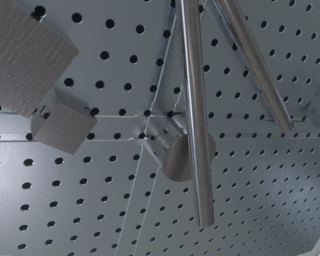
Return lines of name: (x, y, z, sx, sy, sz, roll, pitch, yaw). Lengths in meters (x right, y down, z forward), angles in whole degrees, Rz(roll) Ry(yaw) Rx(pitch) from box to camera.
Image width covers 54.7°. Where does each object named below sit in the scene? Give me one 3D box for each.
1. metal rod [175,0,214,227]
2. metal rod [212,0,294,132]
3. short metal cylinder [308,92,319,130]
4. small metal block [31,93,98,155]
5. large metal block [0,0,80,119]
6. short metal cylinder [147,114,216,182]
metal rod: (0.043, -0.018, 0.369, 0.025, 0.025, 0.298, -13, 107, -21)
metal rod: (0.134, -0.087, 0.430, 0.025, 0.025, 0.300, -43, 130, 1)
short metal cylinder: (0.303, -0.024, 0.526, 0.050, 0.080, 0.080, 25, 105, -37)
small metal block: (-0.108, -0.004, 0.350, 0.050, 0.025, 0.050, 30, 102, -38)
large metal block: (-0.135, -0.068, 0.279, 0.080, 0.050, 0.080, 34, 99, -39)
short metal cylinder: (0.029, 0.027, 0.427, 0.081, 0.050, 0.079, -14, 124, -21)
